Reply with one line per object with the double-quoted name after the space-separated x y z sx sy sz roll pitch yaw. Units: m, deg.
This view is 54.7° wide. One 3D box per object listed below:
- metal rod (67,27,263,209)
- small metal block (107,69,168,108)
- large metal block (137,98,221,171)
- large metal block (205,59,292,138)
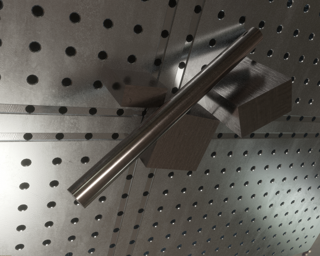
0.023 -0.027 0.350 0.301 0.025 0.025 -43 132 -23 "metal rod"
-0.027 -0.045 0.354 0.050 0.050 0.025 1 118 -29 "small metal block"
0.020 0.008 0.413 0.081 0.050 0.079 9 114 -33 "large metal block"
0.115 -0.043 0.414 0.080 0.080 0.050 -27 128 -12 "large metal block"
